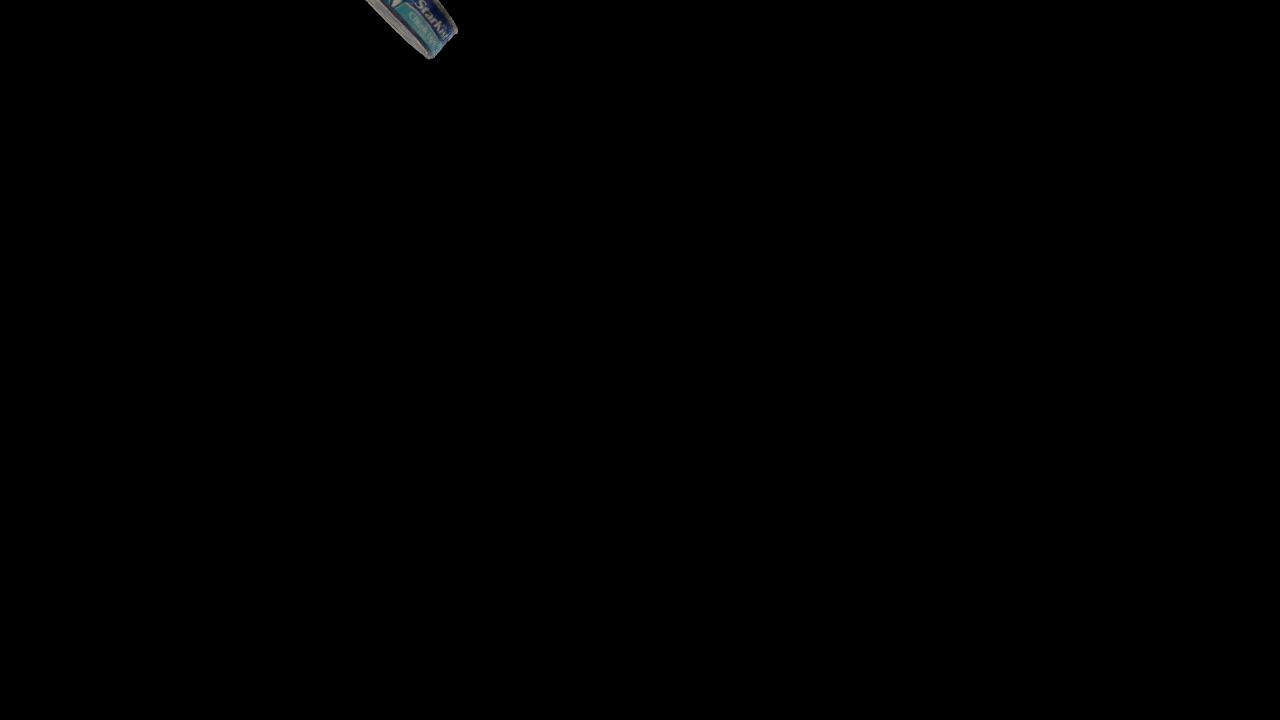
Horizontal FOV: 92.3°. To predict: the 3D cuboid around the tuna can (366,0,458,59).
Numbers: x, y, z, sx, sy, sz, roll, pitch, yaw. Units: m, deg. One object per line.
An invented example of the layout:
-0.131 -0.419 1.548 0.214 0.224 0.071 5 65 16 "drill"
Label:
-0.188 -0.283 0.487 0.084 0.034 0.084 42 1 -1 "tuna can"
